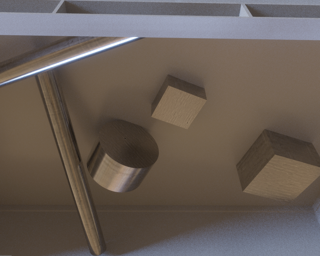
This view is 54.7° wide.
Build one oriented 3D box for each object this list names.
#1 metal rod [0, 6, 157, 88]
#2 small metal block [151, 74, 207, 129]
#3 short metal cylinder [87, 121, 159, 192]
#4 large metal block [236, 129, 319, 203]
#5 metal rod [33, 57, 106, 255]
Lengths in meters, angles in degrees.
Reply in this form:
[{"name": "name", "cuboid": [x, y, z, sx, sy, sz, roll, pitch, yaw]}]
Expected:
[{"name": "metal rod", "cuboid": [-0.145, -0.062, 0.323, 0.301, 0.025, 0.025, -13, 130, 20]}, {"name": "small metal block", "cuboid": [0.022, -0.031, 0.383, 0.050, 0.025, 0.050, 19, 128, -16]}, {"name": "short metal cylinder", "cuboid": [-0.049, 0.036, 0.403, 0.081, 0.080, 0.050, 19, 127, -16]}, {"name": "large metal block", "cuboid": [0.169, 0.056, 0.443, 0.081, 0.050, 0.079, 16, 128, -14]}, {"name": "metal rod", "cuboid": [-0.113, 0.051, 0.404, 0.025, 0.025, 0.298, -6, 116, 4]}]
